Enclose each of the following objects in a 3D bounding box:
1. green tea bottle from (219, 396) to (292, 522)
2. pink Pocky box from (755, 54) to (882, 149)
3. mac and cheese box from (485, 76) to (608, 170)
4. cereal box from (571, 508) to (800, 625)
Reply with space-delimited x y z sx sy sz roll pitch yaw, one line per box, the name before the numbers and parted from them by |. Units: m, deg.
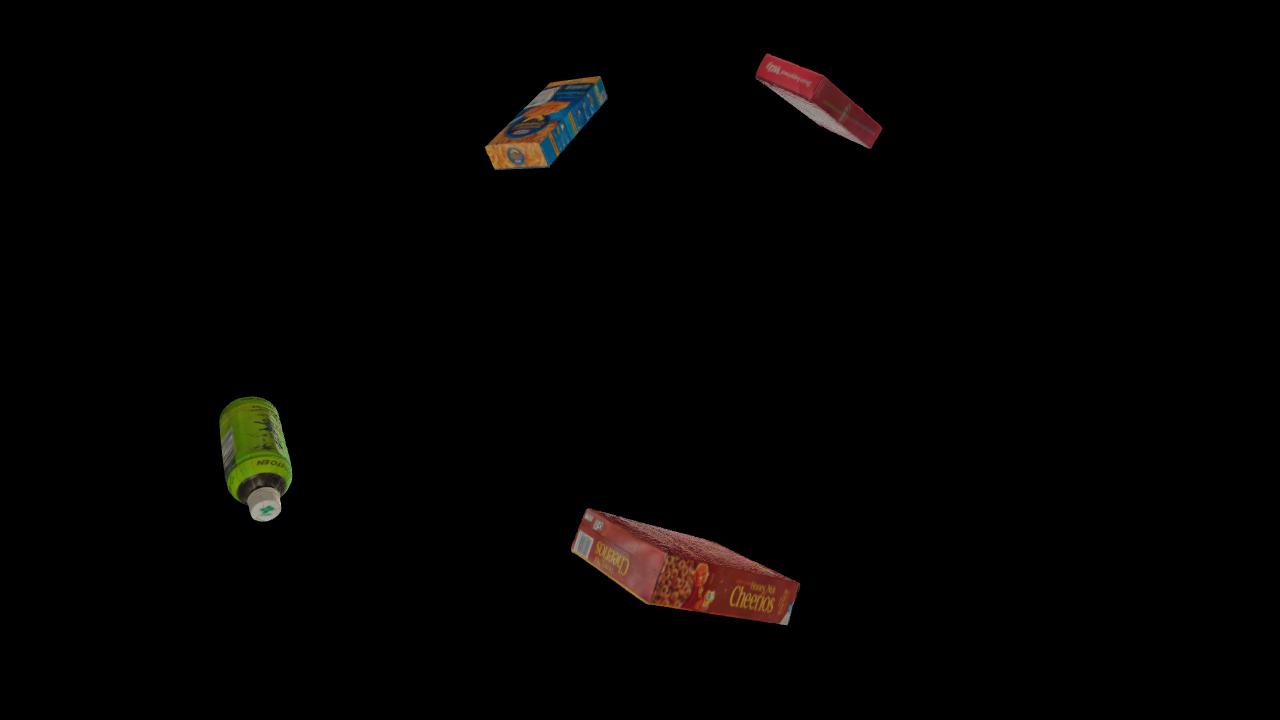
green tea bottle | -0.479 0.124 0.767 0.073 0.073 0.212 0 28 -36
pink Pocky box | 0.203 -0.288 0.690 0.155 0.029 0.084 6 30 -46
mac and cheese box | -0.126 -0.330 0.852 0.093 0.184 0.041 7 -40 26
cereal box | 0.074 0.321 0.947 0.306 0.081 0.203 26 -10 -37
